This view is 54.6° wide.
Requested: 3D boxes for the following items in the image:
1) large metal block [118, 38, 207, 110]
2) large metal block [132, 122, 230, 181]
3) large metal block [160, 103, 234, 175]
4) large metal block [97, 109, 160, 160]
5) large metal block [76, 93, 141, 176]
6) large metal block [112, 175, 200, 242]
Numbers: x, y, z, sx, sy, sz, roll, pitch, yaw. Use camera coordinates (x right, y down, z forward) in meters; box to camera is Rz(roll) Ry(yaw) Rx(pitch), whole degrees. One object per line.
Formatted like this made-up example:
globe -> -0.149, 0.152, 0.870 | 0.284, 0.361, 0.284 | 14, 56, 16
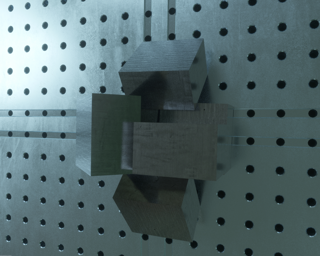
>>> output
large metal block -> 0.008, -0.066, 0.373 | 0.080, 0.080, 0.050 | 2, 129, 20
large metal block -> 0.026, 0.020, 0.321 | 0.080, 0.080, 0.050 | 2, 91, 20
large metal block -> 0.045, 0.011, 0.383 | 0.080, 0.050, 0.080 | 3, 91, 20
large metal block -> -0.035, 0.006, 0.412 | 0.080, 0.050, 0.080 | 7, 93, 20
large metal block -> -0.060, 0.006, 0.343 | 0.050, 0.080, 0.080 | 1, 91, -25
large metal block -> 0.000, 0.091, 0.378 | 0.080, 0.050, 0.080 | 2, 136, 20
